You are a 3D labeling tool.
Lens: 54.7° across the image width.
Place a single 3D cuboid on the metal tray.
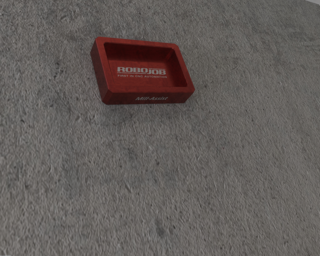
[{"bbox_3d":[-0.023,-0.079,0.435,0.131,0.030,0.090,-4,64,-30],"label":"metal tray"}]
